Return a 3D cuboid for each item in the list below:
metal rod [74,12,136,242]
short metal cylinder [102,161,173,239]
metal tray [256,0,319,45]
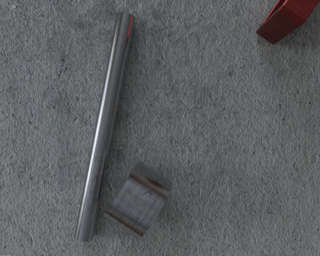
[{"bbox_3d":[-0.073,-0.002,0.409,0.025,0.025,0.298,11,90,-1],"label":"metal rod"},{"bbox_3d":[-0.027,0.088,0.382,0.050,0.080,0.080,33,90,-1],"label":"short metal cylinder"},{"bbox_3d":[0.180,-0.173,0.379,0.030,0.090,0.130,36,90,0],"label":"metal tray"}]
